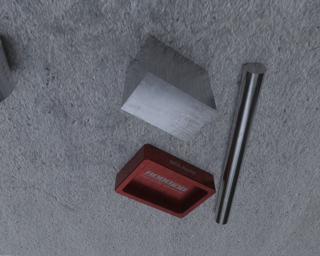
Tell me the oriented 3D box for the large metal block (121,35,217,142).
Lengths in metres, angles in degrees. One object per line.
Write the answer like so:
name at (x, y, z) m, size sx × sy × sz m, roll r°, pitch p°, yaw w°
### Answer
large metal block at (0.009, -0.043, 0.334) m, size 0.080 × 0.080 × 0.050 m, roll 27°, pitch 125°, yaw -22°

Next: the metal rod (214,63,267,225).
metal rod at (0.108, 0.046, 0.447) m, size 0.025 × 0.025 × 0.298 m, roll 0°, pitch 130°, yaw 0°

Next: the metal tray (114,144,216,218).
metal tray at (0.008, 0.086, 0.477) m, size 0.131 × 0.030 × 0.090 m, roll 28°, pitch 125°, yaw -22°

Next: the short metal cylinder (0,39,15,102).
short metal cylinder at (-0.199, -0.059, 0.318) m, size 0.081 × 0.080 × 0.050 m, roll 1°, pitch 130°, yaw -2°
